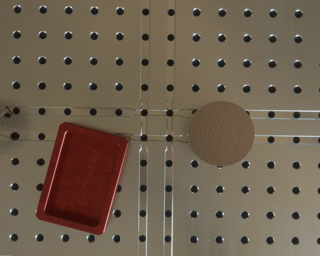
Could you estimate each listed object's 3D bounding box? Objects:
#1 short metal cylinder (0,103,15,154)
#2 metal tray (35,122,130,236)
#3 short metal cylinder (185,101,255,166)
[{"bbox_3d":[-0.239,0.000,0.399,0.081,0.050,0.080,0,90,0],"label":"short metal cylinder"},{"bbox_3d":[-0.100,0.065,0.409,0.090,0.030,0.129,15,90,0],"label":"metal tray"},{"bbox_3d":[0.075,0.007,0.401,0.081,0.050,0.080,0,90,0],"label":"short metal cylinder"}]
